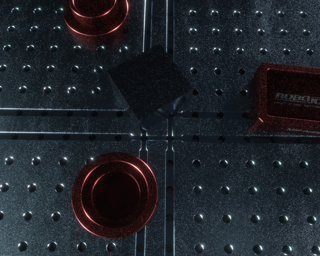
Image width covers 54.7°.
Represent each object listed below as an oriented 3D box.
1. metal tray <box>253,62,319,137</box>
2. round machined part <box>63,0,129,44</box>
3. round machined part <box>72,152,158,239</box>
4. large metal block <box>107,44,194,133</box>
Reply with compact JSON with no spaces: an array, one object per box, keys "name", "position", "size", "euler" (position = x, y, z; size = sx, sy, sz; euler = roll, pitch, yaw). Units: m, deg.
[{"name":"metal tray","position":[0.197,-0.038,0.423],"size":[0.131,0.030,0.090],"euler":[6,70,2]},{"name":"round machined part","position":[-0.098,-0.181,0.468],"size":[0.099,0.042,0.098],"euler":[0,70,0]},{"name":"round machined part","position":[-0.051,0.081,0.372],"size":[0.099,0.042,0.098],"euler":[0,70,0]},{"name":"large metal block","position":[-0.013,-0.053,0.417],"size":[0.080,0.050,0.080],"euler":[-30,73,-11]}]
